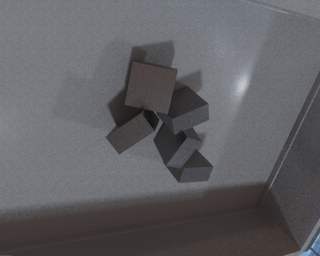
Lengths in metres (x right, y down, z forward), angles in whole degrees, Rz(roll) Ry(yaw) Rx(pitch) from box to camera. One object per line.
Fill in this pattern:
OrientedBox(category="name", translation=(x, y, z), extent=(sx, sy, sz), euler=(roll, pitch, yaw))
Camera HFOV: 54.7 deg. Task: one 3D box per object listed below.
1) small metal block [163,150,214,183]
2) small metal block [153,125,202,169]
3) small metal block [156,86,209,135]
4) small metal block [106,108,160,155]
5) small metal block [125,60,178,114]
OrientedBox(category="small metal block", translation=(0.040, 0.053, 0.449), extent=(0.050, 0.050, 0.025), euler=(2, 118, -30))
OrientedBox(category="small metal block", translation=(0.022, 0.017, 0.411), extent=(0.025, 0.050, 0.050), euler=(16, 121, -35))
OrientedBox(category="small metal block", translation=(0.027, -0.023, 0.394), extent=(0.050, 0.050, 0.025), euler=(-23, 131, -15))
OrientedBox(category="small metal block", translation=(-0.031, 0.000, 0.366), extent=(0.050, 0.050, 0.025), euler=(-33, 100, 14))
OrientedBox(category="small metal block", translation=(-0.010, -0.048, 0.357), extent=(0.050, 0.025, 0.050), euler=(12, 107, -2))
